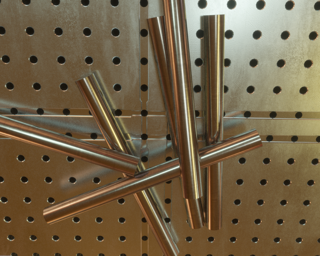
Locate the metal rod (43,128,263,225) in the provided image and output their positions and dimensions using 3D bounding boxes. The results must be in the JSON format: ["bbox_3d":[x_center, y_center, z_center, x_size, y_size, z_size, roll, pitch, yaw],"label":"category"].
[{"bbox_3d":[-0.015,0.066,0.409,0.301,0.025,0.025,-21,109,7],"label":"metal rod"}]

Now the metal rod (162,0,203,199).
[{"bbox_3d":[0.024,-0.064,0.359,0.025,0.025,0.298,-6,99,2],"label":"metal rod"}]

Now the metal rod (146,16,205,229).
[{"bbox_3d":[0.026,0.006,0.415,0.025,0.025,0.298,-11,110,4],"label":"metal rod"}]

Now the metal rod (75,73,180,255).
[{"bbox_3d":[-0.038,0.066,0.437,0.025,0.025,0.299,-21,109,7],"label":"metal rod"}]

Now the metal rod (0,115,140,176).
[{"bbox_3d":[-0.174,0.006,0.399,0.301,0.025,0.025,17,109,-1],"label":"metal rod"}]

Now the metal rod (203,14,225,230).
[{"bbox_3d":[0.072,0.007,0.416,0.025,0.025,0.298,-3,110,1],"label":"metal rod"}]
